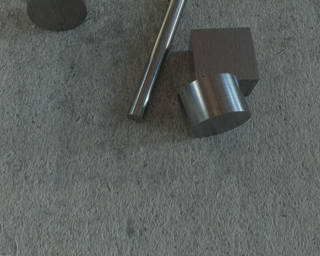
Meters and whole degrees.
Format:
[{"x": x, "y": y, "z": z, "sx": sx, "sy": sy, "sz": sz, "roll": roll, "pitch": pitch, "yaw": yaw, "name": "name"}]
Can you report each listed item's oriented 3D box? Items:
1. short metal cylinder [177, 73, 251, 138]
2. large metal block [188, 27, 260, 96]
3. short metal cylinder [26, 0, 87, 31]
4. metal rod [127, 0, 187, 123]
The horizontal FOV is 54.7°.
[{"x": 0.067, "y": -0.026, "z": 0.389, "sx": 0.081, "sy": 0.080, "sz": 0.050, "roll": -13, "pitch": 71, "yaw": -5, "name": "short metal cylinder"}, {"x": 0.084, "y": -0.089, "z": 0.428, "sx": 0.081, "sy": 0.050, "sz": 0.080, "roll": -3, "pitch": 70, "yaw": -1, "name": "large metal block"}, {"x": -0.149, "y": -0.185, "z": 0.446, "sx": 0.081, "sy": 0.080, "sz": 0.050, "roll": -11, "pitch": 71, "yaw": -4, "name": "short metal cylinder"}, {"x": 0.012, "y": -0.147, "z": 0.461, "sx": 0.025, "sy": 0.025, "sz": 0.299, "roll": 16, "pitch": 71, "yaw": 6, "name": "metal rod"}]
